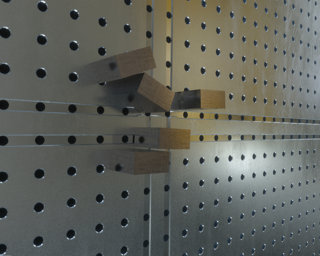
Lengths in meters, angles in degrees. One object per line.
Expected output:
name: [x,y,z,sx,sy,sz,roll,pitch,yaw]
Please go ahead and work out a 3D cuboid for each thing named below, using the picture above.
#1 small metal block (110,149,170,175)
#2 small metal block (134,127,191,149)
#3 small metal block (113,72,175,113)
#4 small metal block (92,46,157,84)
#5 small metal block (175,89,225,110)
small metal block: [-0.024,0.039,0.372,0.050,0.050,0.025,3,88,-40]
small metal block: [0.003,0.013,0.394,0.050,0.050,0.025,4,88,-40]
small metal block: [-0.019,-0.041,0.376,0.050,0.050,0.025,30,71,-36]
small metal block: [-0.041,-0.072,0.357,0.050,0.050,0.025,-26,107,-37]
small metal block: [0.056,-0.039,0.439,0.050,0.050,0.025,-2,92,-40]
